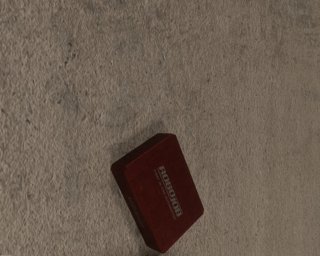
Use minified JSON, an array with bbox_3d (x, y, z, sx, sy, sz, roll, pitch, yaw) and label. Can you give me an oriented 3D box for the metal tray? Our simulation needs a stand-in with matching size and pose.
[{"bbox_3d":[0.002,0.083,0.405,0.091,0.030,0.129,-34,111,-35],"label":"metal tray"}]
